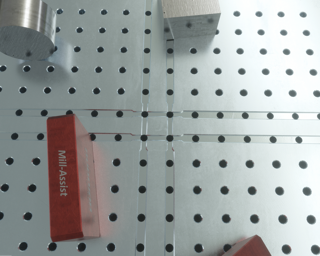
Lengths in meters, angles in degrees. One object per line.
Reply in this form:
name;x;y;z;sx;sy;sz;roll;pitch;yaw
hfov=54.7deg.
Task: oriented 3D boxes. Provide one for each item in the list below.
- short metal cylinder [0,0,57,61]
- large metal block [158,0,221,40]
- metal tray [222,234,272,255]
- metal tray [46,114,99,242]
short metal cylinder;-0.188;-0.137;0.431;0.081;0.080;0.050;-3;70;-1
large metal block;0.041;-0.185;0.466;0.081;0.050;0.080;-6;70;-3
metal tray;0.086;0.170;0.302;0.030;0.131;0.090;-40;69;32
metal tray;-0.098;0.060;0.354;0.030;0.090;0.130;-8;70;-3
